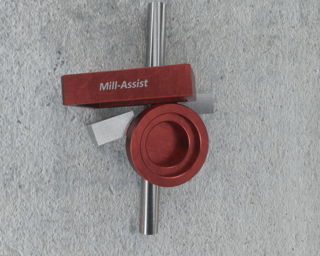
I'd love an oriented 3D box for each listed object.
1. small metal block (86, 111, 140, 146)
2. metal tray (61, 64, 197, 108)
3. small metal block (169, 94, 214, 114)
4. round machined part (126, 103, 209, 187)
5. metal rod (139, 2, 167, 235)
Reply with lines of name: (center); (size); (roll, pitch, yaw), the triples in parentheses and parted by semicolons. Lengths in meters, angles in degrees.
small metal block: (-0.059, 0.000, 0.376); (0.050, 0.050, 0.025); (-20, 97, -19)
metal tray: (-0.028, -0.042, 0.341); (0.131, 0.090, 0.030); (-4, 90, 9)
small metal block: (0.036, -0.030, 0.411); (0.050, 0.050, 0.025); (-2, 91, -20)
round machined part: (0.006, 0.019, 0.375); (0.099, 0.042, 0.097); (-2, 94, -22)
metal rod: (-0.009, -0.013, 0.408); (0.025, 0.025, 0.298); (2, 89, -20)
